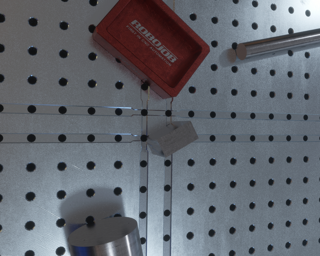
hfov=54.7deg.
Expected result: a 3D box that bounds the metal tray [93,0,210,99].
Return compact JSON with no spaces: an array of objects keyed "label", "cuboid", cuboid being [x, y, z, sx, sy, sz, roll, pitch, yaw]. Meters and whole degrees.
[{"label":"metal tray","cuboid":[-0.009,-0.112,0.406,0.130,0.030,0.090,39,77,-16]}]

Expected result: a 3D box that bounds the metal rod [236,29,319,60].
[{"label":"metal rod","cuboid":[0.257,-0.150,0.506,0.302,0.025,0.025,-15,95,-20]}]

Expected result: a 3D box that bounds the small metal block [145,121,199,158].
[{"label":"small metal block","cuboid":[0.014,0.013,0.404,0.050,0.050,0.025,-29,100,-18]}]

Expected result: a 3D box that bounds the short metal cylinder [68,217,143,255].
[{"label":"short metal cylinder","cuboid":[-0.062,0.143,0.361,0.081,0.080,0.050,-11,94,-20]}]
